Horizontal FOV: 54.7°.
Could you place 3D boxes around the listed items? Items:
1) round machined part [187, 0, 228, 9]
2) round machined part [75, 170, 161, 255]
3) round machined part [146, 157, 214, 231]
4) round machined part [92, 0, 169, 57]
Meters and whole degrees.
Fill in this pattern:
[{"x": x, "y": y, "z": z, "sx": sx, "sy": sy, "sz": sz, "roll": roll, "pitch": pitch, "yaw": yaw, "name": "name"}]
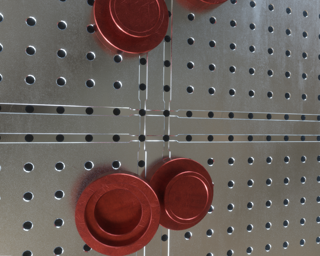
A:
[{"x": 0.071, "y": -0.222, "z": 0.431, "sx": 0.099, "sy": 0.042, "sz": 0.097, "roll": 0, "pitch": 90, "yaw": -21, "name": "round machined part"}, {"x": -0.050, "y": 0.100, "z": 0.378, "sx": 0.099, "sy": 0.042, "sz": 0.097, "roll": 0, "pitch": 93, "yaw": -6, "name": "round machined part"}, {"x": 0.029, "y": 0.089, "z": 0.416, "sx": 0.099, "sy": 0.042, "sz": 0.097, "roll": 0, "pitch": 90, "yaw": -21, "name": "round machined part"}, {"x": -0.034, "y": -0.143, "z": 0.392, "sx": 0.099, "sy": 0.042, "sz": 0.097, "roll": 0, "pitch": 90, "yaw": -21, "name": "round machined part"}]
